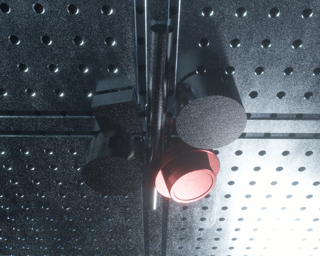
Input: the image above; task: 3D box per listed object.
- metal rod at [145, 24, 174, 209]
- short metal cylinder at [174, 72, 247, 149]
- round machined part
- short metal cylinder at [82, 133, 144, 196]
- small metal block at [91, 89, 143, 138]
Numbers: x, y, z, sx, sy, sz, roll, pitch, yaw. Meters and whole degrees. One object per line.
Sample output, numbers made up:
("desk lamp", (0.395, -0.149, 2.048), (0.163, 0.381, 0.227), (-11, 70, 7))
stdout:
("metal rod", (-0.005, 0.011, 0.415), (0.025, 0.025, 0.298), (2, 130, -2))
("short metal cylinder", (0.059, -0.020, 0.373), (0.081, 0.050, 0.079), (0, 130, 0))
("round machined part", (0.040, 0.068, 0.438), (0.099, 0.042, 0.097), (-11, 131, -12))
("short metal cylinder", (-0.063, 0.049, 0.431), (0.081, 0.050, 0.079), (0, 130, 0))
("small metal block", (-0.053, -0.018, 0.391), (0.050, 0.025, 0.050), (-9, 130, 7))
